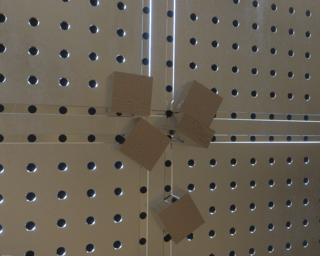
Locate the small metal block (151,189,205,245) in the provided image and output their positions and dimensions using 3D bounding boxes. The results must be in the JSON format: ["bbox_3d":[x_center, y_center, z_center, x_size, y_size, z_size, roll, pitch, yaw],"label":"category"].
[{"bbox_3d":[0.025,0.120,0.422,0.050,0.025,0.050,-32,101,-17],"label":"small metal block"}]

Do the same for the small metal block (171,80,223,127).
[{"bbox_3d":[0.052,-0.031,0.431,0.050,0.025,0.050,30,80,-18],"label":"small metal block"}]

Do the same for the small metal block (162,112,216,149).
[{"bbox_3d":[0.037,0.003,0.413,0.050,0.050,0.025,30,80,-18],"label":"small metal block"}]

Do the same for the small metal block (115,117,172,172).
[{"bbox_3d":[-0.022,0.021,0.404,0.050,0.025,0.050,37,78,-16],"label":"small metal block"}]

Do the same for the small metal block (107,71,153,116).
[{"bbox_3d":[-0.038,-0.043,0.398,0.050,0.025,0.050,5,88,-20],"label":"small metal block"}]
